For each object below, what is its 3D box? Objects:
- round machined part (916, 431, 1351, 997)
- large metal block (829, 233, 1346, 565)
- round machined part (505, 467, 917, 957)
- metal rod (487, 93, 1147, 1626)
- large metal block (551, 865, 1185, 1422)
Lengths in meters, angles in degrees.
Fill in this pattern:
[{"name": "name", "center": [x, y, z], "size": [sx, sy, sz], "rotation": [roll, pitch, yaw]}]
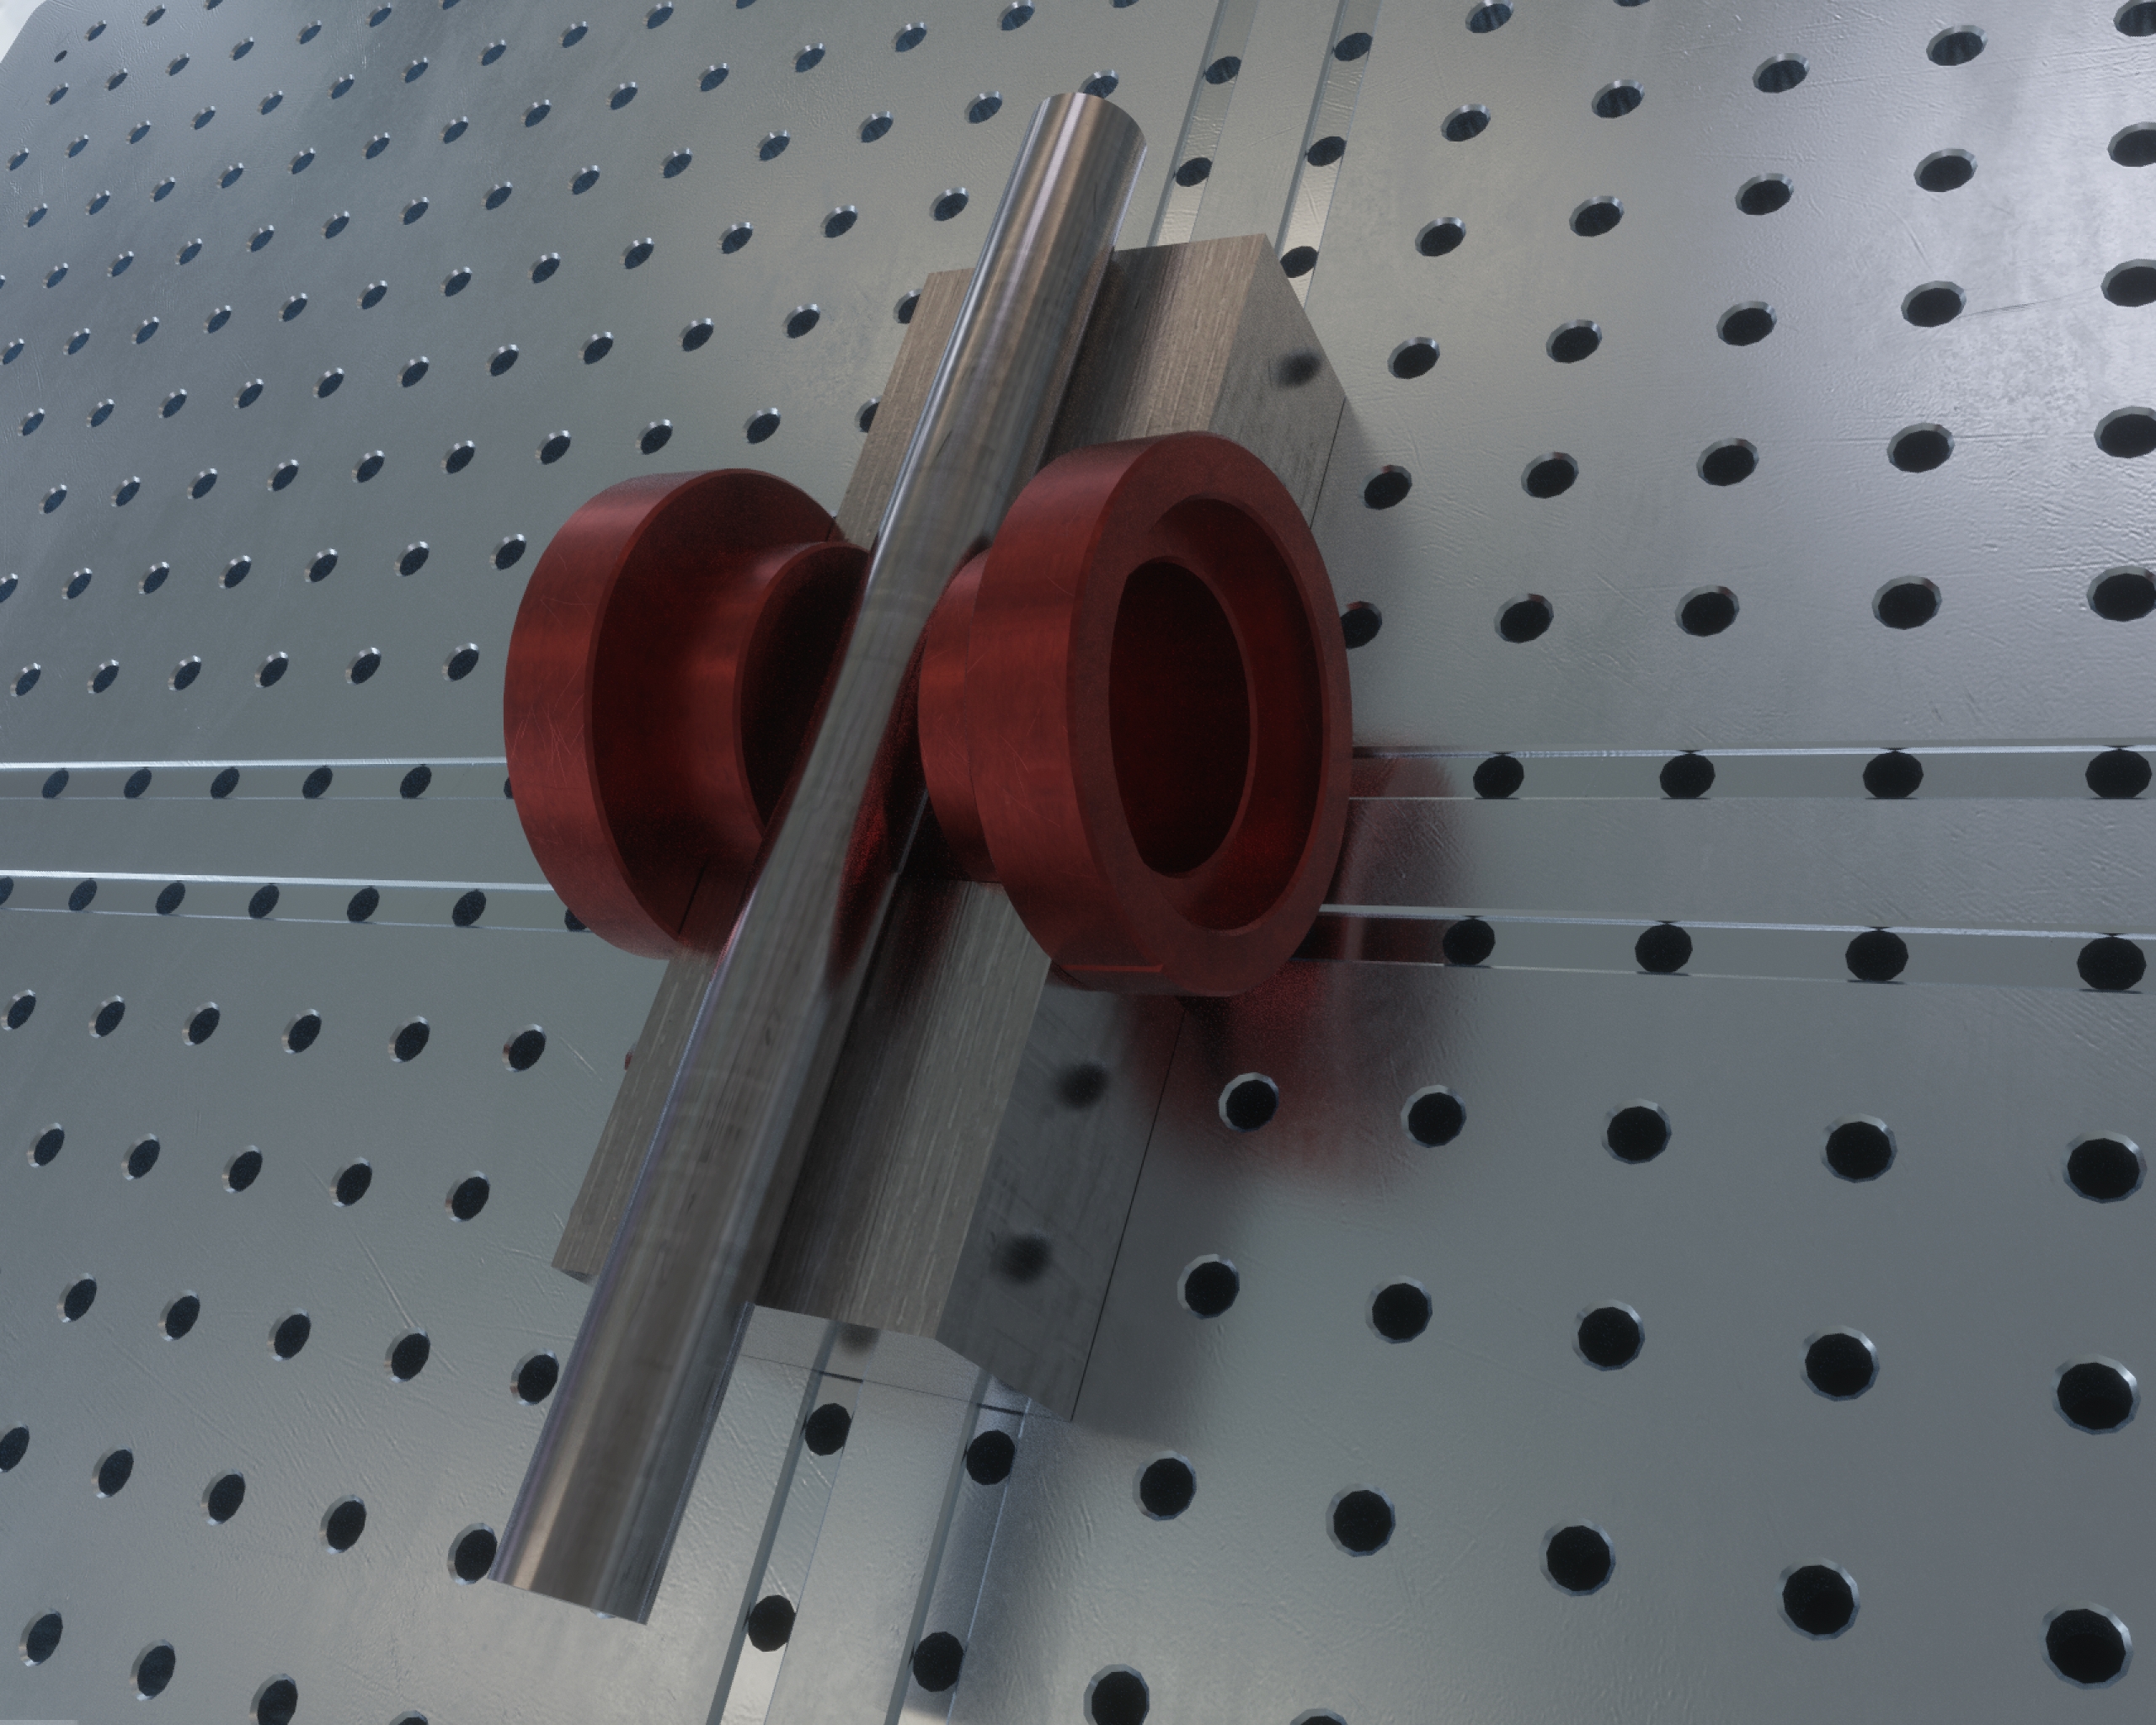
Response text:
[{"name": "round machined part", "center": [0.008, -0.025, 0.372], "size": [0.042, 0.098, 0.098], "rotation": [-1, 61, 33]}, {"name": "large metal block", "center": [0.003, -0.081, 0.440], "size": [0.080, 0.050, 0.080], "rotation": [2, 63, 29]}, {"name": "round machined part", "center": [-0.062, -0.028, 0.410], "size": [0.042, 0.098, 0.098], "rotation": [2, 63, 29]}, {"name": "metal rod", "center": [-0.038, -0.019, 0.376], "size": [0.025, 0.025, 0.300], "rotation": [3, 63, 29]}, {"name": "large metal block", "center": [-0.036, 0.049, 0.380], "size": [0.080, 0.050, 0.080], "rotation": [3, 63, 29]}]
